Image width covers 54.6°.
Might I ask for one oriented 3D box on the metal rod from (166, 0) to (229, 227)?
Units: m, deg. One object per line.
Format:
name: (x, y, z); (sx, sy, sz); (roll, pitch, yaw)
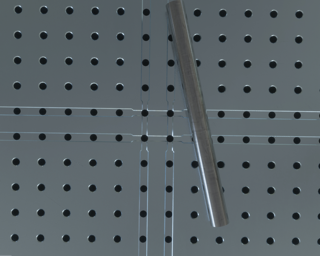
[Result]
metal rod: (0.050, -0.019, 0.413); (0.025, 0.025, 0.299); (-12, 90, 0)
